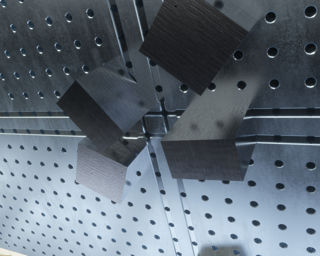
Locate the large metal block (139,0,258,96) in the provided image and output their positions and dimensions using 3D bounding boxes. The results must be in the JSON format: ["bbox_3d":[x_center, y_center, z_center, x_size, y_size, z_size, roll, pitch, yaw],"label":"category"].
[{"bbox_3d":[0.038,-0.094,0.316,0.080,0.050,0.080,37,129,3],"label":"large metal block"}]

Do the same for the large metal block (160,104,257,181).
[{"bbox_3d":[0.059,0.015,0.353,0.080,0.080,0.050,-3,117,29],"label":"large metal block"}]

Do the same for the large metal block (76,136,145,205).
[{"bbox_3d":[-0.077,0.056,0.469,0.080,0.050,0.079,24,127,13],"label":"large metal block"}]

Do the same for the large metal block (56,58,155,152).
[{"bbox_3d":[-0.065,-0.030,0.389,0.080,0.080,0.050,48,129,-6],"label":"large metal block"}]
